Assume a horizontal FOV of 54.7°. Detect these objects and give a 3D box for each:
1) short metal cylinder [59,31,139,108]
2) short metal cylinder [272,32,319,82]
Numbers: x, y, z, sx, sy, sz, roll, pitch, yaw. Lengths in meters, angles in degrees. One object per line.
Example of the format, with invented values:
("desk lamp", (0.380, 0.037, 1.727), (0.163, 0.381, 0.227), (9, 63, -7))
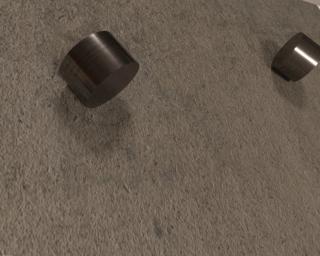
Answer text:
("short metal cylinder", (-0.072, -0.069, 0.373), (0.050, 0.080, 0.081), (49, 51, 5))
("short metal cylinder", (0.264, -0.136, 0.597), (0.050, 0.080, 0.080), (35, 51, -6))
